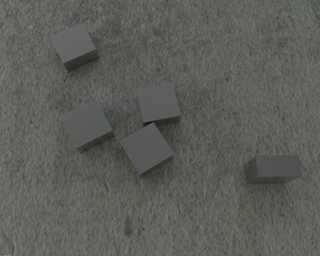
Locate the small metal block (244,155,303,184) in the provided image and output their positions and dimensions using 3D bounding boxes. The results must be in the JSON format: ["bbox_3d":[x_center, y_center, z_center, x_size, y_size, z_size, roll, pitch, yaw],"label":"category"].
[{"bbox_3d":[0.136,0.052,0.378,0.050,0.050,0.025,-1,70,-1],"label":"small metal block"}]

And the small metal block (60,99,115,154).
[{"bbox_3d":[-0.094,-0.002,0.408,0.050,0.025,0.050,-27,73,-10],"label":"small metal block"}]

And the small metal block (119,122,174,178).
[{"bbox_3d":[-0.017,0.029,0.397,0.050,0.025,0.050,-30,73,-11],"label":"small metal block"}]

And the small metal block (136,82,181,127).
[{"bbox_3d":[-0.002,-0.030,0.419,0.050,0.025,0.050,-11,71,-5],"label":"small metal block"}]

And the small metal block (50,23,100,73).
[{"bbox_3d":[-0.123,-0.116,0.449,0.050,0.025,0.050,-27,73,-10],"label":"small metal block"}]
